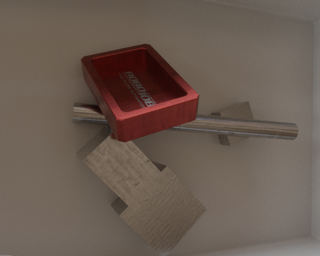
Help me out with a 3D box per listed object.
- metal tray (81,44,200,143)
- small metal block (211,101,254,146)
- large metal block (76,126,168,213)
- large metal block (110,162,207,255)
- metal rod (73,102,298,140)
[{"bbox_3d":[-0.027,-0.047,0.351,0.091,0.130,0.030,-17,135,-20],"label":"metal tray"},{"bbox_3d":[0.109,-0.007,0.452,0.050,0.025,0.050,-21,97,-19],"label":"small metal block"},{"bbox_3d":[-0.048,0.044,0.364,0.050,0.080,0.080,-45,104,-13],"label":"large metal block"},{"bbox_3d":[-0.002,0.102,0.398,0.080,0.050,0.080,-45,105,-15],"label":"large metal block"},{"bbox_3d":[0.043,-0.007,0.407,0.302,0.025,0.025,5,89,-13],"label":"metal rod"}]
